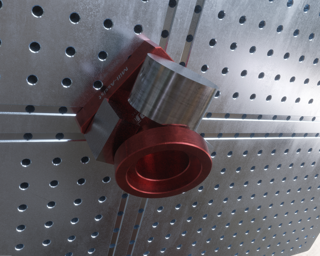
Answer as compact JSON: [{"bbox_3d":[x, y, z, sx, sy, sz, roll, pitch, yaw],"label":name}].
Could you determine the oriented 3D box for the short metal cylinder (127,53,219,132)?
[{"bbox_3d":[0.013,-0.037,0.322,0.081,0.080,0.050,14,111,-34],"label":"short metal cylinder"}]

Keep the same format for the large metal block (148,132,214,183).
[{"bbox_3d":[0.019,0.033,0.404,0.080,0.050,0.080,-47,160,4],"label":"large metal block"}]

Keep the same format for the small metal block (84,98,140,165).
[{"bbox_3d":[-0.052,0.003,0.329,0.025,0.050,0.050,21,107,-36],"label":"small metal block"}]

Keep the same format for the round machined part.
[{"bbox_3d":[0.001,0.030,0.324,0.099,0.042,0.097,-6,138,-5],"label":"round machined part"}]

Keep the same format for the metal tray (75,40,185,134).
[{"bbox_3d":[-0.026,-0.029,0.378,0.130,0.030,0.090,-47,130,4],"label":"metal tray"}]
